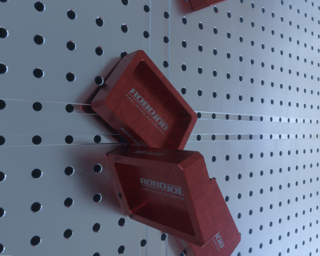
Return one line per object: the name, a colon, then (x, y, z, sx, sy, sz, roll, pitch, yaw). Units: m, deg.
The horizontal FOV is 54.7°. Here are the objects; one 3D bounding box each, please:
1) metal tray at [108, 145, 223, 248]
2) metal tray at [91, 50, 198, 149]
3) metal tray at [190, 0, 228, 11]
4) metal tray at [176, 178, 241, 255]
metal tray: (0.000, 0.068, 0.343, 0.030, 0.130, 0.089, -27, 108, -37)
metal tray: (-0.013, -0.020, 0.390, 0.130, 0.030, 0.090, 46, 56, -30)
metal tray: (0.070, -0.253, 0.465, 0.091, 0.030, 0.129, -33, 110, -35)
metal tray: (0.068, 0.150, 0.466, 0.091, 0.030, 0.129, -40, 115, -33)
